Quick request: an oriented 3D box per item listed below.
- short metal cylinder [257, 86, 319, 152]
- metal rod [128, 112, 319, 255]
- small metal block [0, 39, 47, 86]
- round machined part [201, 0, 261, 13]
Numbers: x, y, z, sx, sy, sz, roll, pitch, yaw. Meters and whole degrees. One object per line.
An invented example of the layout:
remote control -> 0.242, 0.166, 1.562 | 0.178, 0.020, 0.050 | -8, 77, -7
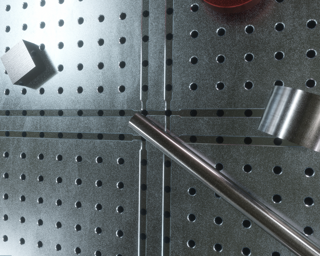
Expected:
short metal cylinder -> 0.152, -0.008, 0.330 | 0.080, 0.080, 0.050 | 22, 97, 18
metal rod -> 0.081, 0.075, 0.383 | 0.300, 0.025, 0.025 | 37, 102, 16
small metal block -> -0.214, -0.101, 0.486 | 0.050, 0.025, 0.050 | -32, 80, 17
round machined part -> 0.089, -0.186, 0.372 | 0.098, 0.042, 0.097 | 0, 90, 19
